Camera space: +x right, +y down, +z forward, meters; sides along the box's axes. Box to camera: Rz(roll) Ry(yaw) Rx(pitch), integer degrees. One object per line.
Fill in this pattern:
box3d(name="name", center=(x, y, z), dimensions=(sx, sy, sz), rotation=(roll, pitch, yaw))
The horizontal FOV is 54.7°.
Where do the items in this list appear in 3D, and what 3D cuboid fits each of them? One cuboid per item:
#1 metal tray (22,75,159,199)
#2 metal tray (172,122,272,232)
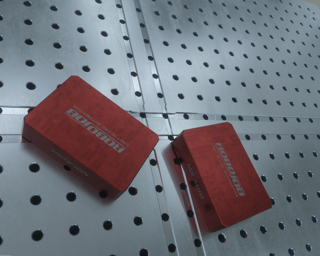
box3d(name="metal tray", center=(-0.076, 0.008, 0.359), dimensions=(0.130, 0.030, 0.090), rotation=(37, 51, -4))
box3d(name="metal tray", center=(0.082, 0.060, 0.413), dimensions=(0.091, 0.030, 0.130), rotation=(-10, 67, -32))
